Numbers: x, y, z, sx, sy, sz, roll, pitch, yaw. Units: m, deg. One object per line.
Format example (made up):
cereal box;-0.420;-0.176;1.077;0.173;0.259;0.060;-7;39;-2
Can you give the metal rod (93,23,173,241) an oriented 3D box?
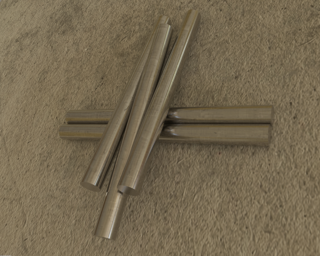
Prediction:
metal rod;-0.026;-0.014;0.393;0.025;0.025;0.300;0;61;28

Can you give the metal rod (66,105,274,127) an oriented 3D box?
metal rod;-0.006;-0.015;0.418;0.300;0.025;0.025;0;62;28

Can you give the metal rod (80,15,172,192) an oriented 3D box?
metal rod;-0.036;-0.054;0.429;0.025;0.025;0.300;1;54;28

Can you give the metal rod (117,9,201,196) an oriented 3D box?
metal rod;0.009;-0.054;0.405;0.025;0.025;0.300;1;54;28

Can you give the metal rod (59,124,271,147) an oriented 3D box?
metal rod;-0.013;0.007;0.408;0.300;0.025;0.025;0;62;28
